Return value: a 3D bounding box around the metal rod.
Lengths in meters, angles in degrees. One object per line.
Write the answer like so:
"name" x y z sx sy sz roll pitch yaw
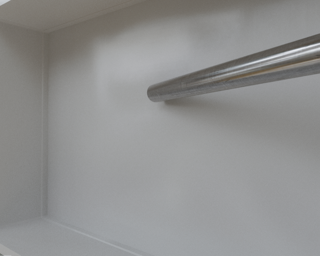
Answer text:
"metal rod" 0.061 -0.047 0.281 0.299 0.025 0.025 0 90 64
